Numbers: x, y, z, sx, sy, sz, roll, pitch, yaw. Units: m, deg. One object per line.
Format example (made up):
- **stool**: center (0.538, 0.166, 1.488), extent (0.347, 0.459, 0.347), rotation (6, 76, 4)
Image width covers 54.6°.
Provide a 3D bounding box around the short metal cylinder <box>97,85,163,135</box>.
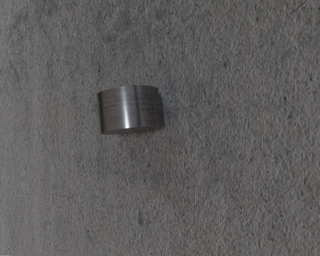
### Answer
- **short metal cylinder**: center (-0.039, -0.021, 0.403), extent (0.080, 0.081, 0.050), rotation (-11, 83, 39)
